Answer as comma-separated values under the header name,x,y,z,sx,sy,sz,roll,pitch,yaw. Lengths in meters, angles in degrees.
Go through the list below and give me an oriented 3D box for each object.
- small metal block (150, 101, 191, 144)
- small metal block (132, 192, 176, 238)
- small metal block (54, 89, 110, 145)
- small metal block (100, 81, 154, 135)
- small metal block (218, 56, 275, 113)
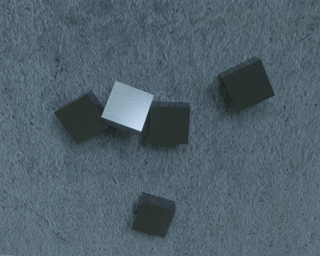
name,x,y,z,sx,sy,sz,roll,pitch,yaw
small metal block,0.012,-0.007,0.407,0.050,0.025,0.050,2,110,-1
small metal block,-0.009,0.129,0.457,0.050,0.025,0.050,18,109,-7
small metal block,-0.099,-0.015,0.403,0.050,0.025,0.050,-28,108,10
small metal block,-0.041,-0.024,0.387,0.050,0.025,0.050,20,72,-8
small metal block,0.109,-0.055,0.390,0.050,0.025,0.050,-26,108,9
